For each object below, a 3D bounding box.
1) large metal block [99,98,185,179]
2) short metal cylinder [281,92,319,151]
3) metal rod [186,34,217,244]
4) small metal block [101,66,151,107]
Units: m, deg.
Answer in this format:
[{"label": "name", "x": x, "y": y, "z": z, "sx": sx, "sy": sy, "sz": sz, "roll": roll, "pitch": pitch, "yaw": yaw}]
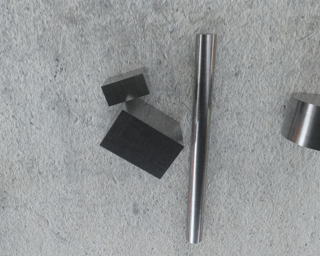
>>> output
[{"label": "large metal block", "x": -0.020, "y": 0.006, "z": 0.382, "sx": 0.080, "sy": 0.080, "sz": 0.050, "roll": 31, "pitch": 107, "yaw": -11}, {"label": "short metal cylinder", "x": 0.196, "y": -0.009, "z": 0.379, "sx": 0.081, "sy": 0.080, "sz": 0.050, "roll": 7, "pitch": 110, "yaw": -3}, {"label": "metal rod", "x": 0.054, "y": 0.028, "z": 0.420, "sx": 0.025, "sy": 0.025, "sz": 0.298, "roll": 1, "pitch": 110, "yaw": -1}, {"label": "small metal block", "x": -0.039, "y": -0.052, "z": 0.377, "sx": 0.050, "sy": 0.050, "sz": 0.025, "roll": -17, "pitch": 109, "yaw": 6}]
